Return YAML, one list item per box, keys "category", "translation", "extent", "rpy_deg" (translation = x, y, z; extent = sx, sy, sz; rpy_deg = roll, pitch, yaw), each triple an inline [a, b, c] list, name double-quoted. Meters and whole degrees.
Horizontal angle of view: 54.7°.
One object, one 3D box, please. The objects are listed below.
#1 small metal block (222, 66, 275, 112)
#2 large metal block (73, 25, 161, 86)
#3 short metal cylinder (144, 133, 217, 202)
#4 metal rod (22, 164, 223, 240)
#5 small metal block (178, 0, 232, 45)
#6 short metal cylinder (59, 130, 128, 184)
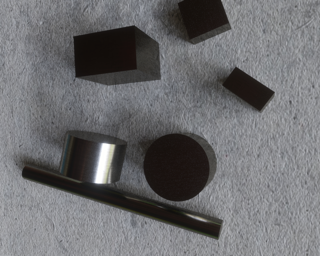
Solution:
- category: "small metal block"
  translation: [0.104, -0.043, 0.359]
  extent: [0.050, 0.050, 0.025]
  rpy_deg: [38, 102, 15]
- category: "large metal block"
  translation: [-0.051, -0.088, 0.397]
  extent: [0.080, 0.080, 0.050]
  rpy_deg: [-4, 89, 19]
- category: "short metal cylinder"
  translation: [0.026, 0.046, 0.386]
  extent: [0.080, 0.050, 0.079]
  rpy_deg: [0, 90, 19]
- category: "metal rod"
  translation: [-0.065, 0.096, 0.430]
  extent: [0.301, 0.025, 0.025]
  rpy_deg: [12, 94, 19]
- category: "small metal block"
  translation: [0.056, -0.140, 0.389]
  extent: [0.050, 0.025, 0.050]
  rpy_deg: [-20, 84, 18]
- category: "short metal cylinder"
  translation: [-0.088, 0.036, 0.409]
  extent: [0.080, 0.080, 0.050]
  rpy_deg: [14, 95, 19]
